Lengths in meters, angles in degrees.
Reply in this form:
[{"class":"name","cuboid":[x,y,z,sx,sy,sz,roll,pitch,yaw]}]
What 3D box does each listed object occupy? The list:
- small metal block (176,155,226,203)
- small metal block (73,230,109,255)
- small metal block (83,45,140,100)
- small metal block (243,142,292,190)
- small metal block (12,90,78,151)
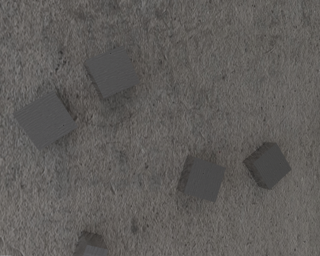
[{"class":"small metal block","cuboid":[0.057,0.070,0.430,0.050,0.025,0.050,21,83,-19]},{"class":"small metal block","cuboid":[-0.086,0.156,0.364,0.025,0.050,0.050,22,83,-19]},{"class":"small metal block","cuboid":[-0.060,-0.068,0.387,0.050,0.025,0.050,-27,99,-18]},{"class":"small metal block","cuboid":[0.163,0.057,0.469,0.050,0.025,0.050,-37,102,-16]},{"class":"small metal block","cuboid":[-0.132,-0.009,0.360,0.050,0.025,0.050,-35,101,-17]}]
